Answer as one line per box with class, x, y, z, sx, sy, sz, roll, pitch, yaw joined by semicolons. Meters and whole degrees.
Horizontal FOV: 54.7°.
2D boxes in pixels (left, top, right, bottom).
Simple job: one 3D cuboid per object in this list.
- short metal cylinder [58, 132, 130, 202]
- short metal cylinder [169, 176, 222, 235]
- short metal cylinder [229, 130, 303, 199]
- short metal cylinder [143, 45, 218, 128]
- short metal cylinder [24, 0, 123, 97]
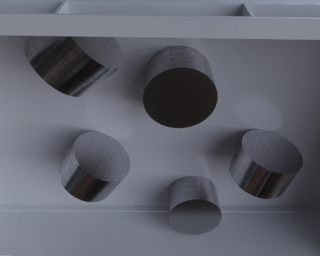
short metal cylinder;-0.087;0.052;0.416;0.080;0.080;0.050;27;125;-21
short metal cylinder;0.054;0.123;0.492;0.080;0.050;0.079;0;124;0
short metal cylinder;0.140;0.047;0.414;0.081;0.080;0.050;8;130;-7
short metal cylinder;0.022;-0.046;0.353;0.081;0.050;0.079;0;130;0
short metal cylinder;-0.083;-0.078;0.306;0.050;0.080;0.080;-33;123;24
